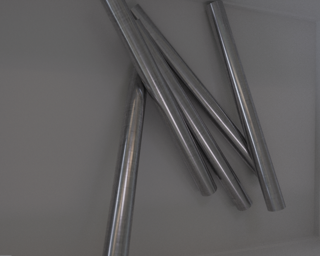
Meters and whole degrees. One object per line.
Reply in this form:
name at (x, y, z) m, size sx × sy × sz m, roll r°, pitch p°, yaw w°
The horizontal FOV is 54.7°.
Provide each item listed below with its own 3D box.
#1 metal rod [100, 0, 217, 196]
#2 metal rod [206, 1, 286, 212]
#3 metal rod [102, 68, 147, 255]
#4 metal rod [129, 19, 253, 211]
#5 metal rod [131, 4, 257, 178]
metal rod at (0.003, -0.036, 0.385) m, size 0.025 × 0.025 × 0.299 m, roll -34°, pitch 111°, yaw -17°
metal rod at (0.120, -0.031, 0.435) m, size 0.025 × 0.025 × 0.298 m, roll -16°, pitch 89°, yaw -19°
metal rod at (-0.038, 0.060, 0.331) m, size 0.025 × 0.025 × 0.299 m, roll 16°, pitch 59°, yaw -19°
metal rod at (0.045, -0.007, 0.418) m, size 0.025 × 0.025 × 0.299 m, roll -38°, pitch 106°, yaw -16°
metal rod at (0.060, -0.042, 0.432) m, size 0.025 × 0.025 × 0.300 m, roll -45°, pitch 104°, yaw -14°
